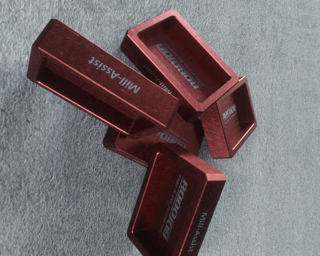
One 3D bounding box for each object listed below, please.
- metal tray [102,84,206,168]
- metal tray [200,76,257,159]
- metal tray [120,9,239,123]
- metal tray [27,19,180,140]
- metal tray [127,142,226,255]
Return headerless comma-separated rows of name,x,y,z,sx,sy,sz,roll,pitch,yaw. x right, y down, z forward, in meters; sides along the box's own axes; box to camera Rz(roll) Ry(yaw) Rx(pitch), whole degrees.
metal tray,-0.001,0.008,0.404,0.130,0.030,0.090,32,70,-36
metal tray,0.107,-0.020,0.474,0.131,0.030,0.089,-35,112,-50
metal tray,0.026,-0.081,0.388,0.130,0.030,0.091,48,56,4
metal tray,-0.057,-0.037,0.297,0.130,0.090,0.030,32,69,-18
metal tray,0.013,0.091,0.352,0.030,0.090,0.129,7,106,-40
